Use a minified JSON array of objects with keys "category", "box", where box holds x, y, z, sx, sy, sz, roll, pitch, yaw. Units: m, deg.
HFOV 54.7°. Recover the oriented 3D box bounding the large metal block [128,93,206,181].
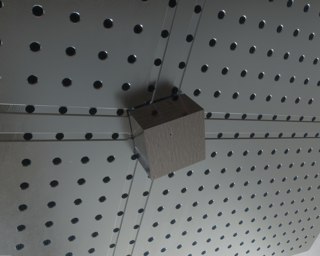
[{"category":"large metal block","box":[0.011,0.011,0.406,0.081,0.050,0.079,-19,126,-18]}]
